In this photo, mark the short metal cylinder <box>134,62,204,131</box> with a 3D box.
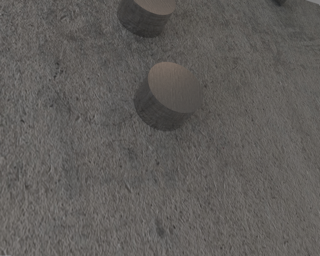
[{"bbox_3d":[0.011,-0.042,0.419,0.081,0.050,0.080,14,56,-21],"label":"short metal cylinder"}]

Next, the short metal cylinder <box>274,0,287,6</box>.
[{"bbox_3d":[0.302,-0.341,0.738,0.050,0.080,0.080,44,51,2],"label":"short metal cylinder"}]

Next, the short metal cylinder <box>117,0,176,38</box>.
[{"bbox_3d":[-0.022,-0.191,0.492,0.081,0.050,0.080,14,56,-21],"label":"short metal cylinder"}]
